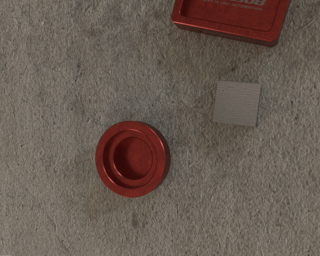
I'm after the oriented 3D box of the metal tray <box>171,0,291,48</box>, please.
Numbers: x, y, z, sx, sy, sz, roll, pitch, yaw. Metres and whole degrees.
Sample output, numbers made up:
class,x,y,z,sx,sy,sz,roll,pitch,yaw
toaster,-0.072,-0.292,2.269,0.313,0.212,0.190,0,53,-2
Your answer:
class,x,y,z,sx,sy,sz,roll,pitch,yaw
metal tray,0.088,-0.157,0.375,0.130,0.030,0.089,18,96,19

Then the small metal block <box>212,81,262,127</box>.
class,x,y,z,sx,sy,sz,roll,pitch,yaw
small metal block,0.094,-0.029,0.376,0.050,0.025,0.050,8,93,19

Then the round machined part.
class,x,y,z,sx,sy,sz,roll,pitch,yaw
round machined part,-0.032,0.039,0.411,0.098,0.042,0.097,0,90,20
